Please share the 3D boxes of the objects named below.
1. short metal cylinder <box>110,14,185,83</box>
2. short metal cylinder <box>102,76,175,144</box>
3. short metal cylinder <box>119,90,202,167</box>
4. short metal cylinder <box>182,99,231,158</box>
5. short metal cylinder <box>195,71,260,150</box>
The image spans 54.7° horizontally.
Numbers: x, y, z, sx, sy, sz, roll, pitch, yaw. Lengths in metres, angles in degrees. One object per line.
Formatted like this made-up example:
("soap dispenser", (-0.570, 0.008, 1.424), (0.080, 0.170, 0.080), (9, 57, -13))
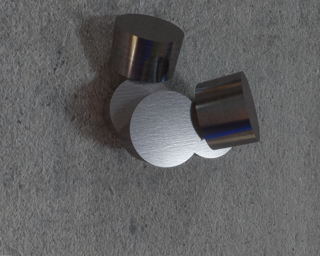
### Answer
("short metal cylinder", (-0.016, -0.096, 0.369), (0.081, 0.080, 0.050), (0, 129, -20))
("short metal cylinder", (-0.028, -0.021, 0.387), (0.081, 0.050, 0.079), (0, 90, -21))
("short metal cylinder", (-0.001, 0.001, 0.344), (0.081, 0.050, 0.079), (0, 90, -21))
("short metal cylinder", (0.057, -0.001, 0.419), (0.081, 0.050, 0.079), (0, 90, -21))
("short metal cylinder", (0.078, -0.019, 0.350), (0.050, 0.080, 0.080), (-13, 97, 23))
